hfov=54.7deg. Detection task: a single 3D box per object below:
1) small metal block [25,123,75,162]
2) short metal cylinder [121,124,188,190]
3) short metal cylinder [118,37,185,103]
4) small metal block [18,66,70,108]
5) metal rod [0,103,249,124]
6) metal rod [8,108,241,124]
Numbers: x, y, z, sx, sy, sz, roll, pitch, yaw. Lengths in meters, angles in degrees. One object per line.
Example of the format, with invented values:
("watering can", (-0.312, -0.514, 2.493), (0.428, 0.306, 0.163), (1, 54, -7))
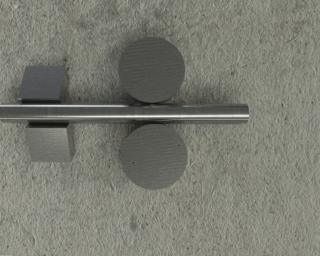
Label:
("small metal block", (-0.140, 0.016, 0.400), (0.050, 0.025, 0.050), (0, 117, -1))
("short metal cylinder", (-0.007, 0.035, 0.398), (0.081, 0.050, 0.079), (0, 90, 0))
("short metal cylinder", (-0.010, -0.071, 0.398), (0.081, 0.050, 0.079), (0, 90, 0))
("small metal block", (-0.148, -0.053, 0.400), (0.050, 0.025, 0.050), (0, 63, 0))
("metal rod", (-0.043, -0.018, 0.386), (0.302, 0.025, 0.025), (0, 90, 0))
("metal rod", (-0.044, -0.018, 0.411), (0.302, 0.025, 0.025), (0, 90, 0))
